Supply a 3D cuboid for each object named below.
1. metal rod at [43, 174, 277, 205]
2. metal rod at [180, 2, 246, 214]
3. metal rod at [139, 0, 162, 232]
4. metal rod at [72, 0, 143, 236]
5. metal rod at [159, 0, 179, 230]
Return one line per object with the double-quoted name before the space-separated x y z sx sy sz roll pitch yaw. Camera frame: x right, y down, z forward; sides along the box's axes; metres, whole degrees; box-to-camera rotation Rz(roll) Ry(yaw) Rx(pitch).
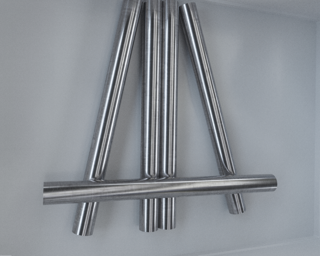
"metal rod" 0.016 0.074 0.387 0.302 0.025 0.025 1 90 -20
"metal rod" 0.075 -0.023 0.437 0.025 0.025 0.298 -17 96 -19
"metal rod" -0.012 -0.017 0.405 0.025 0.025 0.298 1 90 -20
"metal rod" -0.064 -0.019 0.386 0.025 0.025 0.298 13 86 -20
"metal rod" 0.011 -0.018 0.413 0.025 0.025 0.298 1 90 -20
